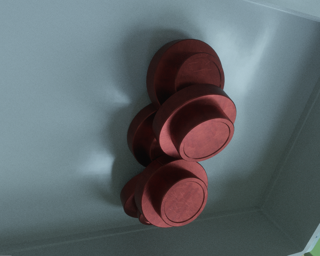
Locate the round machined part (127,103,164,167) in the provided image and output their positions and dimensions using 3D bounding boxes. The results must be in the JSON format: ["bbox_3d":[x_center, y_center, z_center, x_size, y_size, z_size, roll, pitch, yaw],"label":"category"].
[{"bbox_3d":[0.010,0.015,0.410,0.099,0.042,0.097,-14,123,-21],"label":"round machined part"}]

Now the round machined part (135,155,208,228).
[{"bbox_3d":[0.021,0.084,0.393,0.099,0.042,0.097,-10,112,-26],"label":"round machined part"}]

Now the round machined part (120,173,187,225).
[{"bbox_3d":[-0.003,0.101,0.439,0.099,0.042,0.097,-15,139,-13],"label":"round machined part"}]

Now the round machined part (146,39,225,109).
[{"bbox_3d":[0.037,-0.056,0.367,0.099,0.042,0.097,-7,106,-27],"label":"round machined part"}]

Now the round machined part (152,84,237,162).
[{"bbox_3d":[0.044,0.001,0.354,0.099,0.042,0.097,-15,137,-15],"label":"round machined part"}]
